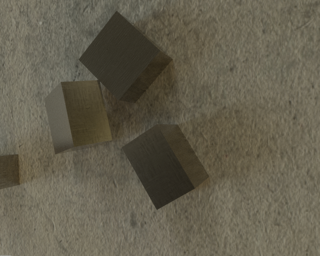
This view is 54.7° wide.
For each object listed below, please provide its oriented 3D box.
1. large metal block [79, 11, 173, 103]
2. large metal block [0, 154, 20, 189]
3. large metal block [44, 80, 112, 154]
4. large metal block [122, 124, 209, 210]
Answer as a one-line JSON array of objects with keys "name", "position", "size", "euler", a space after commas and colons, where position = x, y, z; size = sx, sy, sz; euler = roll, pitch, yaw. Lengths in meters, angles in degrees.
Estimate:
[{"name": "large metal block", "position": [-0.045, -0.091, 0.410], "size": [0.080, 0.050, 0.080], "euler": [45, 104, 14]}, {"name": "large metal block", "position": [-0.280, 0.069, 0.476], "size": [0.080, 0.080, 0.050], "euler": [-3, 89, 19]}, {"name": "large metal block", "position": [-0.112, -0.013, 0.414], "size": [0.080, 0.050, 0.080], "euler": [-18, 83, 54]}, {"name": "large metal block", "position": [0.010, 0.042, 0.375], "size": [0.050, 0.080, 0.080], "euler": [-34, 80, 17]}]
